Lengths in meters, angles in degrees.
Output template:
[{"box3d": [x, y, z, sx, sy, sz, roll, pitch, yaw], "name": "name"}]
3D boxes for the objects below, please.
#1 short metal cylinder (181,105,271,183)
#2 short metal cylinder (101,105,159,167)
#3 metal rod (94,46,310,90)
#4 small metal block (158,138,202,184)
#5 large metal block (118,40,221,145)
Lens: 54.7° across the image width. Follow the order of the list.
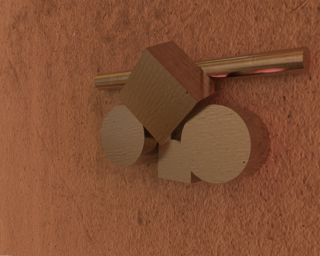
[{"box3d": [0.070, 0.016, 0.332, 0.080, 0.050, 0.079, 0, 90, 40], "name": "short metal cylinder"}, {"box3d": [-0.033, 0.010, 0.417, 0.080, 0.050, 0.079, 0, 90, 40], "name": "short metal cylinder"}, {"box3d": [0.023, -0.068, 0.387, 0.300, 0.025, 0.025, 2, 91, 40], "name": "metal rod"}, {"box3d": [0.025, 0.039, 0.387, 0.050, 0.025, 0.050, 3, 92, 40], "name": "small metal block"}, {"box3d": [0.008, -0.041, 0.361, 0.080, 0.050, 0.080, 48, 133, 11], "name": "large metal block"}]
